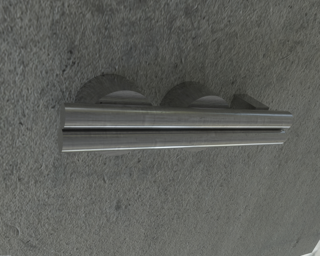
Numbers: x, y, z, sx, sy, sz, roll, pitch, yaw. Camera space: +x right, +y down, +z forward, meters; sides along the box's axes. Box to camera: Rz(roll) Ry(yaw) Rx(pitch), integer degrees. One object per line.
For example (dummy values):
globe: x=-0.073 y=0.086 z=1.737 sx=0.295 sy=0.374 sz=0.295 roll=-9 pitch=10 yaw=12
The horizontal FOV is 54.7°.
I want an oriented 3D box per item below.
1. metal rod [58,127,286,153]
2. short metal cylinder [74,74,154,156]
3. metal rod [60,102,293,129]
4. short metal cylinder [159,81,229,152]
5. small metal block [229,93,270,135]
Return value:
metal rod: x=0.037 y=0.011 z=0.370 sx=0.303 sy=0.025 sz=0.025 roll=0 pitch=119 yaw=-29
short metal cylinder: x=-0.052 y=-0.015 z=0.353 sx=0.081 sy=0.050 sz=0.079 roll=-14 pitch=124 yaw=-21
metal rod: x=0.043 y=-0.011 z=0.359 sx=0.303 sy=0.025 sz=0.025 roll=0 pitch=119 yaw=-29
short metal cylinder: x=0.044 y=-0.016 z=0.407 sx=0.081 sy=0.050 sz=0.079 roll=-14 pitch=124 yaw=-21
small metal block: x=0.124 y=-0.018 z=0.451 sx=0.025 sy=0.050 sz=0.050 roll=-2 pitch=119 yaw=-28
